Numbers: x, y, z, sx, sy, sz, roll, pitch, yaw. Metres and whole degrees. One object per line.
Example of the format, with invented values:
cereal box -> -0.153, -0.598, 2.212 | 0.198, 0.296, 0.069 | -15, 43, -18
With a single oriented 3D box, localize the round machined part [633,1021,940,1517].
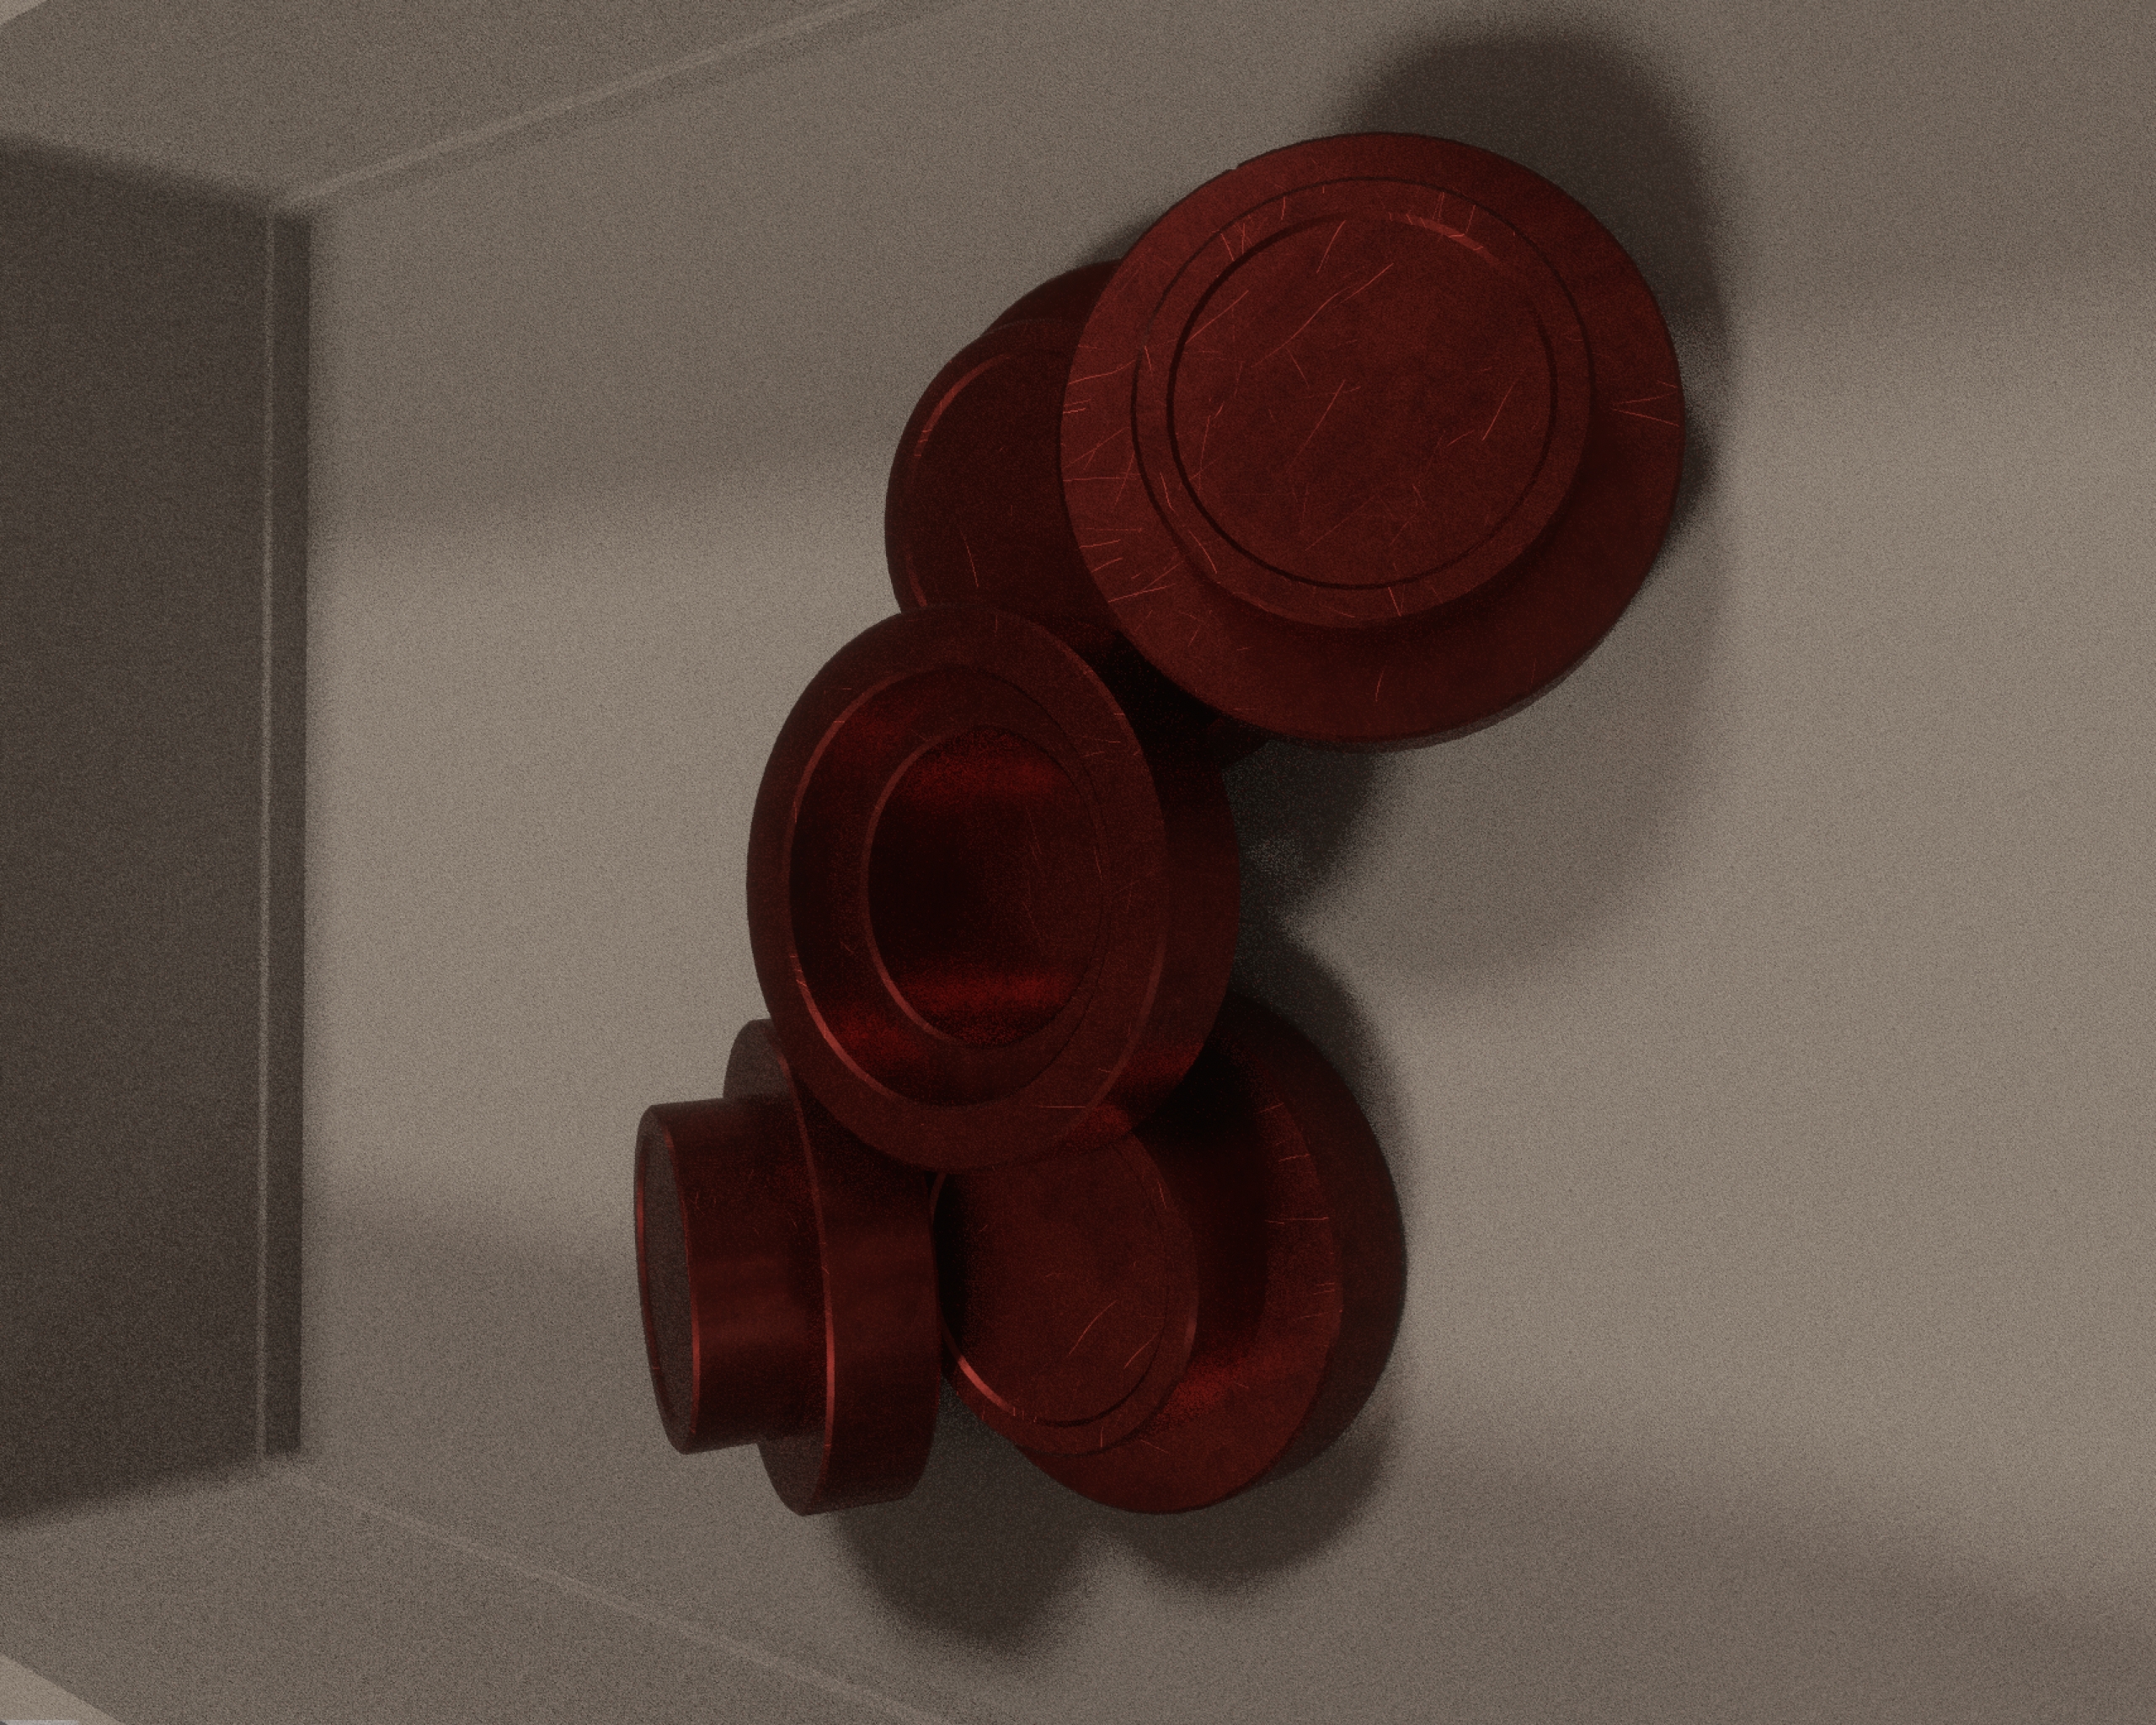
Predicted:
round machined part -> -0.062, 0.080, 0.415 | 0.098, 0.042, 0.097 | 177, 90, -69

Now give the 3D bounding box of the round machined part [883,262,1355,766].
round machined part -> 0.002, -0.064, 0.390 | 0.098, 0.042, 0.097 | 0, 90, 39

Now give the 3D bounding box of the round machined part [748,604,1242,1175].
round machined part -> -0.011, 0.004, 0.372 | 0.098, 0.042, 0.097 | 0, 90, 39

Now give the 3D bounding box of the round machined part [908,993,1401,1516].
round machined part -> 0.007, 0.072, 0.386 | 0.098, 0.042, 0.097 | 0, 90, 39

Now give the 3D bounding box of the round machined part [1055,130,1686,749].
round machined part -> 0.045, -0.068, 0.328 | 0.098, 0.042, 0.097 | 0, 87, 9
